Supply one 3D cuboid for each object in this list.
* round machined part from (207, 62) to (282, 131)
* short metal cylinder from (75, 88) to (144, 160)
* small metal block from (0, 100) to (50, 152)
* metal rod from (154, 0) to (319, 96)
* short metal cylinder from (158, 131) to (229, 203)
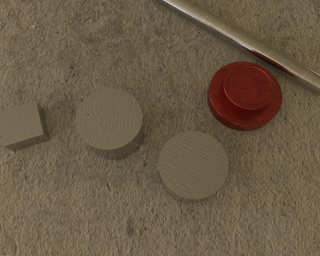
[{"bbox_3d":[0.116,-0.048,0.417,0.099,0.042,0.098,0,70,0],"label":"round machined part"},{"bbox_3d":[-0.061,-0.004,0.396,0.081,0.050,0.080,0,70,0],"label":"short metal cylinder"},{"bbox_3d":[-0.179,-0.003,0.408,0.050,0.025,0.050,-18,71,-7],"label":"small metal block"},{"bbox_3d":[0.107,-0.138,0.459,0.300,0.025,0.025,34,74,11],"label":"metal rod"},{"bbox_3d":[0.038,0.049,0.377,0.081,0.050,0.080,0,70,0],"label":"short metal cylinder"}]
